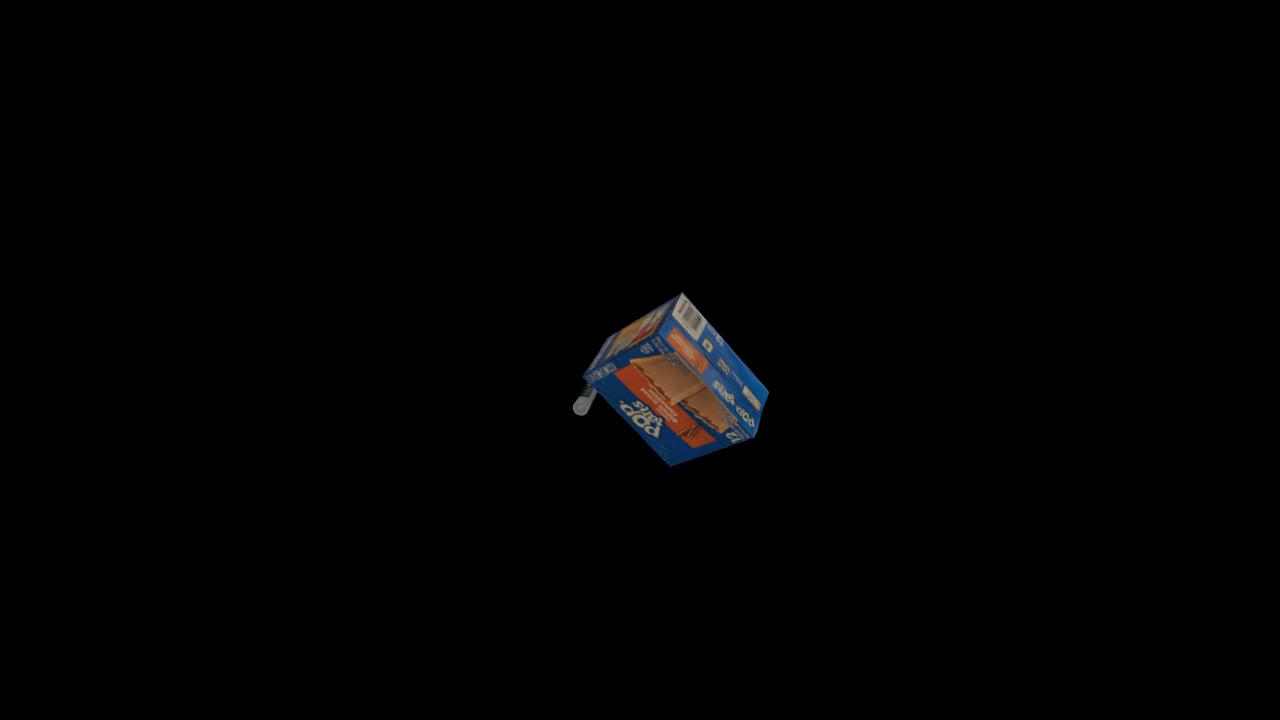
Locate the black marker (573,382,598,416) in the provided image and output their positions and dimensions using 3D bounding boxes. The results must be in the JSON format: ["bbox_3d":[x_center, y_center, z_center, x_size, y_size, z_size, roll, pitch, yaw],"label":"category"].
[{"bbox_3d":[-0.058,0.032,0.767,0.020,0.020,0.121,0,24,12],"label":"black marker"}]

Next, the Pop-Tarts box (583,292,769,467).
[{"bbox_3d":[0.043,0.029,0.734,0.141,0.167,0.083,-28,21,43],"label":"Pop-Tarts box"}]
